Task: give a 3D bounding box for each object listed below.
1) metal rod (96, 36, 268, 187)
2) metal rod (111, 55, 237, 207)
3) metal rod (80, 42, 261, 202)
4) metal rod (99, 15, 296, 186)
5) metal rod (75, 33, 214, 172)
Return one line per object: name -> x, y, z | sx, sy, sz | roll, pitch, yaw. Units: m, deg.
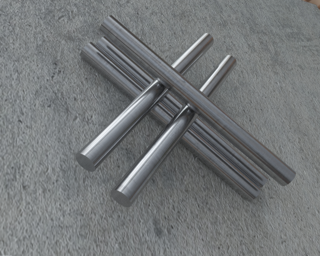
metal rod -> 0.030, -0.020, 0.435 | 0.300, 0.025, 0.025 | 41, 51, -1
metal rod -> 0.036, -0.018, 0.405 | 0.025, 0.025, 0.301 | 41, 51, -1
metal rod -> 0.014, -0.008, 0.419 | 0.300, 0.025, 0.025 | 41, 51, -1
metal rod -> 0.047, -0.033, 0.388 | 0.300, 0.025, 0.025 | 40, 51, -1
metal rod -> 0.000, -0.054, 0.407 | 0.025, 0.025, 0.301 | 41, 51, -1
